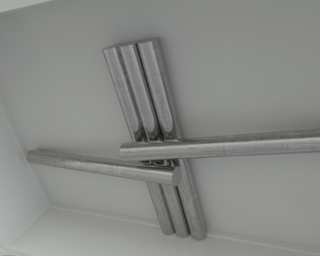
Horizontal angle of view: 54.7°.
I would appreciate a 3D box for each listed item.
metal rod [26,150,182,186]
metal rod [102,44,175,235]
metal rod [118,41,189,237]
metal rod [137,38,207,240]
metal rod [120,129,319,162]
[{"bbox_3d":[-0.104,0.056,0.473,0.300,0.025,0.025,2,120,33],"label":"metal rod"},{"bbox_3d":[-0.022,0.032,0.437,0.025,0.025,0.298,-2,118,28],"label":"metal rod"},{"bbox_3d":[0.000,0.032,0.425,0.025,0.025,0.298,-2,118,28],"label":"metal rod"},{"bbox_3d":[0.023,0.031,0.413,0.025,0.025,0.298,-2,118,28],"label":"metal rod"},{"bbox_3d":[0.092,0.019,0.347,0.301,0.025,0.025,-5,116,23],"label":"metal rod"}]
